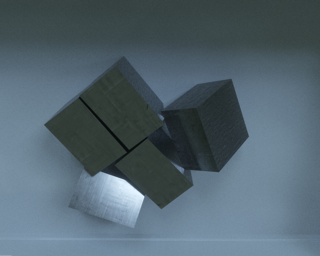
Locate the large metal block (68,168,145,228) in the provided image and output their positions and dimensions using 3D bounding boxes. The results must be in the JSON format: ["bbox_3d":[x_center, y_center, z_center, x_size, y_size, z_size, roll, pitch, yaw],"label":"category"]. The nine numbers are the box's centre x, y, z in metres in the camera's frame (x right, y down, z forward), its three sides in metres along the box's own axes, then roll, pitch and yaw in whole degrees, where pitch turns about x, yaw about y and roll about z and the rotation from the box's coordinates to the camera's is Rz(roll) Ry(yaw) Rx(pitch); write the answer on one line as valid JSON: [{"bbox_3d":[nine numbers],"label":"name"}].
[{"bbox_3d":[-0.069,0.090,0.406,0.080,0.080,0.050,21,74,-8],"label":"large metal block"}]

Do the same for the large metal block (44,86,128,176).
[{"bbox_3d":[-0.082,-0.002,0.379,0.050,0.080,0.080,-36,107,12],"label":"large metal block"}]

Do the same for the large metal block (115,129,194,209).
[{"bbox_3d":[-0.006,0.041,0.395,0.050,0.080,0.080,-40,106,13],"label":"large metal block"}]

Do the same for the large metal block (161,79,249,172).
[{"bbox_3d":[0.057,-0.004,0.373,0.050,0.080,0.080,-3,117,44],"label":"large metal block"}]

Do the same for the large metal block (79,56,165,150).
[{"bbox_3d":[-0.040,-0.033,0.367,0.050,0.080,0.080,-37,106,12],"label":"large metal block"}]
